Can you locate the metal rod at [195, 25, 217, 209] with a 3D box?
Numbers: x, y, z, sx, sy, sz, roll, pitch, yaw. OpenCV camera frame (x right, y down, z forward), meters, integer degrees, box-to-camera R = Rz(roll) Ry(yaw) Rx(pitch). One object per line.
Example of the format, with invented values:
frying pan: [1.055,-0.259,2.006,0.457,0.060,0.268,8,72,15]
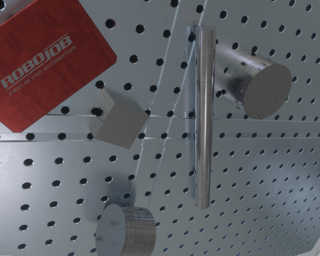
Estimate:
metal rod: [0.063,0.006,0.449,0.025,0.025,0.298,-17,125,-19]

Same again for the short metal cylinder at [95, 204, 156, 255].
short metal cylinder: [-0.050,0.152,0.442,0.050,0.080,0.080,19,109,-36]

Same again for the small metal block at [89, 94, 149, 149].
small metal block: [-0.050,-0.007,0.380,0.050,0.025,0.050,21,107,-36]

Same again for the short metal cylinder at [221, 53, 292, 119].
short metal cylinder: [0.134,-0.059,0.432,0.081,0.050,0.079,-14,124,-21]

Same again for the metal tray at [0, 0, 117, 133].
metal tray: [-0.120,-0.066,0.301,0.130,0.030,0.090,-37,129,-3]
